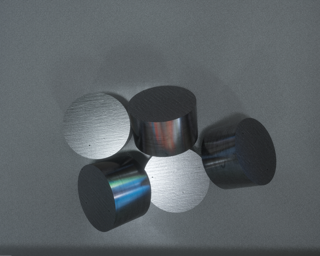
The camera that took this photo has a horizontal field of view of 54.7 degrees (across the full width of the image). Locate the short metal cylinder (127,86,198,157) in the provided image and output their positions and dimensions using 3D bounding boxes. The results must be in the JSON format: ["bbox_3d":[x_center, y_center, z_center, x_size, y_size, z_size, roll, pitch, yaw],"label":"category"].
[{"bbox_3d":[0.005,-0.010,0.375,0.081,0.080,0.050,-8,126,-1],"label":"short metal cylinder"}]

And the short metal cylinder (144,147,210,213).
[{"bbox_3d":[0.020,0.062,0.398,0.081,0.050,0.079,0,90,-1],"label":"short metal cylinder"}]

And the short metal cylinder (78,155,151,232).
[{"bbox_3d":[-0.057,0.077,0.375,0.050,0.080,0.080,-11,90,-43],"label":"short metal cylinder"}]

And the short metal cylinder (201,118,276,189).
[{"bbox_3d":[0.097,0.032,0.378,0.081,0.050,0.080,14,67,-37],"label":"short metal cylinder"}]

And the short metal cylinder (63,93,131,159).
[{"bbox_3d":[-0.076,-0.003,0.395,0.081,0.050,0.079,0,90,-1],"label":"short metal cylinder"}]
